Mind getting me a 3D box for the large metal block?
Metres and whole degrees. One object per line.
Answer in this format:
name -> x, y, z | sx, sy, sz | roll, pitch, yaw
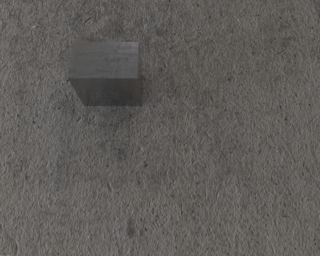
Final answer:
large metal block -> -0.066, -0.067, 0.403 | 0.080, 0.080, 0.050 | 0, 70, 0
